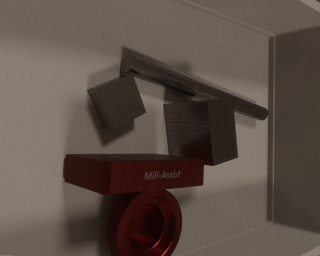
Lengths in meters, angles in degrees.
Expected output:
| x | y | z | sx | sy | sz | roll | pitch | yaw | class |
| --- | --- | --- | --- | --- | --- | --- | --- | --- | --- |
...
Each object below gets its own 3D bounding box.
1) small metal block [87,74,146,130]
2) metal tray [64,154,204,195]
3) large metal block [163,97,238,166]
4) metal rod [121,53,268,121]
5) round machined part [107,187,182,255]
| x | y | z | sx | sy | sz | roll | pitch | yaw | class |
| --- | --- | --- | --- | --- | --- | --- | --- | --- | --- |
| -0.050 | -0.031 | 0.366 | 0.050 | 0.025 | 0.050 | -31 | 109 | -36 | small metal block |
| -0.026 | 0.047 | 0.344 | 0.131 | 0.090 | 0.030 | 4 | 88 | -40 | metal tray |
| 0.054 | 0.003 | 0.418 | 0.050 | 0.080 | 0.079 | -11 | 97 | -40 | large metal block |
| 0.073 | -0.052 | 0.470 | 0.302 | 0.025 | 0.025 | 13 | 82 | -40 | metal rod |
| -0.022 | 0.119 | 0.379 | 0.099 | 0.042 | 0.097 | 0 | 90 | -40 | round machined part |
